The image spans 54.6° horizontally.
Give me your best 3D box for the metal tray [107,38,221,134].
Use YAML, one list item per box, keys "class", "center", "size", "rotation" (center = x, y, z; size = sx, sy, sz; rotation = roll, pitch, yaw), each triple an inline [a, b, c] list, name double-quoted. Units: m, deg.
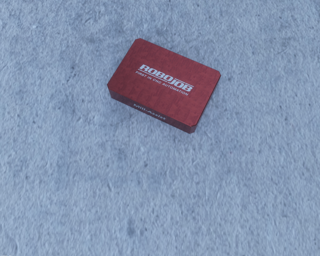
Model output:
- class: "metal tray"
  center: [0.006, -0.060, 0.427]
  size: [0.130, 0.030, 0.090]
  rotation: [25, 72, 9]
